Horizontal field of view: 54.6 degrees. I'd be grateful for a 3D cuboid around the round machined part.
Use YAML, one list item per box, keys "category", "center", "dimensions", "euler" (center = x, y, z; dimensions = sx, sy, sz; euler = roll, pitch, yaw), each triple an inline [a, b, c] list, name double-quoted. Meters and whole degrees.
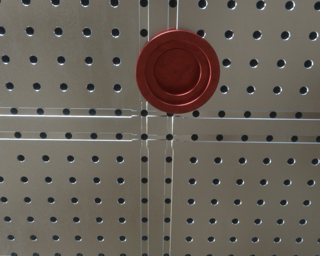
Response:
- category: "round machined part"
  center: [0.021, -0.070, 0.379]
  dimensions: [0.099, 0.042, 0.097]
  euler: [0, 110, 0]
